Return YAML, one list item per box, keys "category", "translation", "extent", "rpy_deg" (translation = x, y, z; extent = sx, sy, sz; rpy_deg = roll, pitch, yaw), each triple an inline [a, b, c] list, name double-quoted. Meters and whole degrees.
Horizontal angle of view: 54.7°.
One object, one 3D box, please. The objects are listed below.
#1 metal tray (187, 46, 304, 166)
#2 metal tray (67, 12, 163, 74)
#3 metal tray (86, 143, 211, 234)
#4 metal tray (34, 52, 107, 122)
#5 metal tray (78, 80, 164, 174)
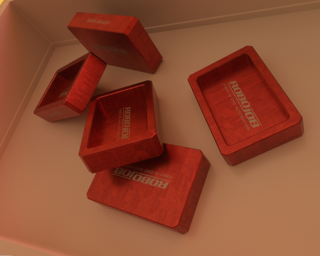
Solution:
- category: "metal tray"
  translation: [0.096, -0.030, 0.369]
  extent: [0.090, 0.030, 0.130]
  rpy_deg: [-26, 53, 11]
- category: "metal tray"
  translation: [-0.070, -0.132, 0.479]
  extent: [0.130, 0.090, 0.030]
  rpy_deg: [18, 72, 35]
- category: "metal tray"
  translation: [-0.016, 0.062, 0.372]
  extent: [0.130, 0.030, 0.090]
  rpy_deg: [9, 66, 31]
- category: "metal tray"
  translation: [-0.142, -0.060, 0.481]
  extent: [0.130, 0.030, 0.090]
  rpy_deg: [-6, 56, 50]
- category: "metal tray"
  translation: [-0.047, -0.007, 0.394]
  extent: [0.090, 0.030, 0.130]
  rpy_deg: [-15, 36, 7]
